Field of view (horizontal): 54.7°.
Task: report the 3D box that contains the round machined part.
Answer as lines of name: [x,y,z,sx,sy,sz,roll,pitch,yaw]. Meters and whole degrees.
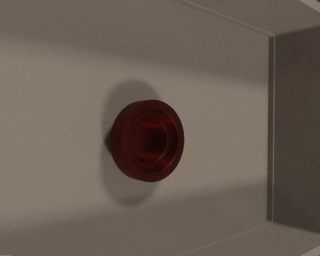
round machined part: [-0.019,0.015,0.381,0.099,0.042,0.097,0,90,-40]
